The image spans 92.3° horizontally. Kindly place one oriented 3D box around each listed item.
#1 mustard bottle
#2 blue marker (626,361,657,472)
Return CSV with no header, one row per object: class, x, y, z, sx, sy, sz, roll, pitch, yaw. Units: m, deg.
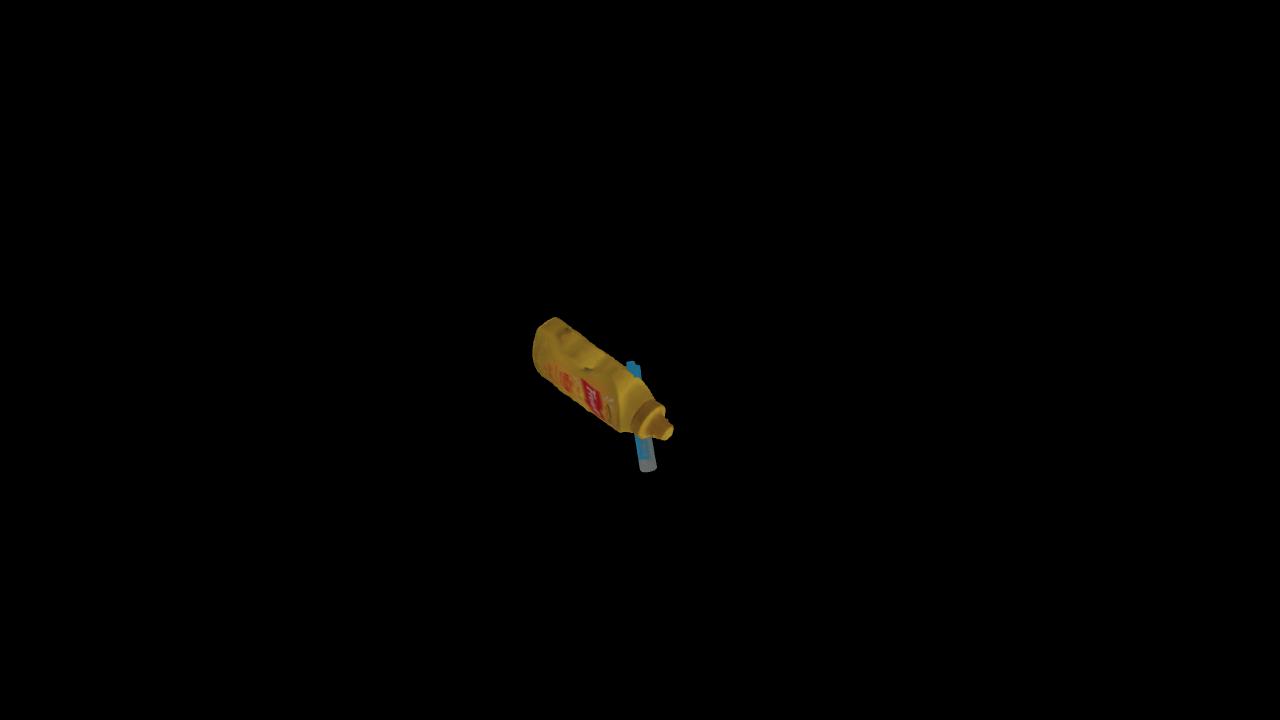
mustard bottle,-0.037,0.030,0.671,0.184,0.092,0.054,34,51,26
blue marker,0.000,0.060,0.654,0.020,0.121,0.020,-9,12,2
